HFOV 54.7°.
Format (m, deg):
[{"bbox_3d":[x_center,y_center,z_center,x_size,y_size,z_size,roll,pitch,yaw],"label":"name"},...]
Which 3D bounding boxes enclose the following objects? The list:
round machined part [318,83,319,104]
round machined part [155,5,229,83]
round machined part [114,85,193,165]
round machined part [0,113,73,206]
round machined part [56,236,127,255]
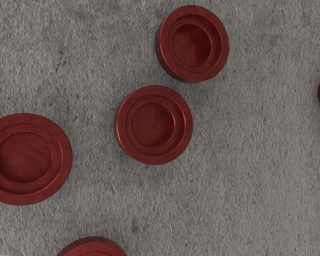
[{"bbox_3d":[0.303,-0.058,0.511,0.099,0.042,0.097,0,90,-20],"label":"round machined part"},{"bbox_3d":[0.039,-0.108,0.414,0.099,0.042,0.097,0,90,-20],"label":"round machined part"},{"bbox_3d":[-0.011,-0.004,0.396,0.099,0.042,0.097,0,90,-20],"label":"round machined part"},{"bbox_3d":[-0.150,0.033,0.345,0.099,0.042,0.097,0,90,-20],"label":"round machined part"},{"bbox_3d":[-0.084,0.178,0.369,0.099,0.042,0.097,0,90,-20],"label":"round machined part"}]
